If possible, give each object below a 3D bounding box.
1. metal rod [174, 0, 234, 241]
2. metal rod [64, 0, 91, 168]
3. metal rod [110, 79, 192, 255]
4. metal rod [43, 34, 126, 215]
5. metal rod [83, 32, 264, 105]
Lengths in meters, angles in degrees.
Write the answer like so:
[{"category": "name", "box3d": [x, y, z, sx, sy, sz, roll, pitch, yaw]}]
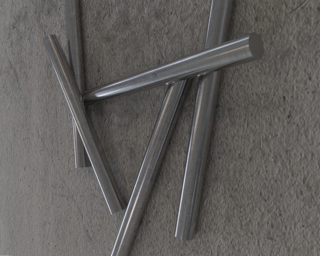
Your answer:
[{"category": "metal rod", "box3d": [0.051, -0.014, 0.362, 0.025, 0.025, 0.298, 14, 99, 39]}, {"category": "metal rod", "box3d": [-0.139, -0.084, 0.519, 0.025, 0.025, 0.298, -8, 85, 40]}, {"category": "metal rod", "box3d": [-0.015, 0.058, 0.417, 0.025, 0.025, 0.298, 30, 109, 36]}, {"category": "metal rod", "box3d": [-0.120, -0.012, 0.482, 0.025, 0.025, 0.299, -31, 77, 36]}, {"category": "metal rod", "box3d": [-0.013, -0.061, 0.388, 0.299, 0.025, 0.025, -7, 86, 48]}]
